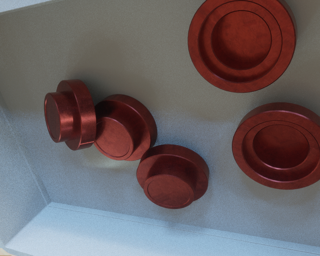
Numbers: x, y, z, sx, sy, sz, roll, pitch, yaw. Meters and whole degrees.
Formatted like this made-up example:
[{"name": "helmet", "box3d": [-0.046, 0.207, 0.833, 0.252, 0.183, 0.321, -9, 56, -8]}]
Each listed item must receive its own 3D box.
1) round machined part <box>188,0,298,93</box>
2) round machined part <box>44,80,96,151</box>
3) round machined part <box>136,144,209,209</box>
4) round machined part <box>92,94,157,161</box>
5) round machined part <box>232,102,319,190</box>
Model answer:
[{"name": "round machined part", "box3d": [0.080, -0.087, 0.301, 0.098, 0.042, 0.097, 13, 124, 20]}, {"name": "round machined part", "box3d": [-0.127, -0.016, 0.424, 0.098, 0.042, 0.097, 21, 116, 51]}, {"name": "round machined part", "box3d": [0.015, 0.072, 0.418, 0.098, 0.042, 0.097, 7, 129, 9]}, {"name": "round machined part", "box3d": [-0.057, 0.006, 0.430, 0.098, 0.042, 0.097, 13, 124, 20]}, {"name": "round machined part", "box3d": [0.132, 0.016, 0.337, 0.098, 0.042, 0.097, 13, 124, 20]}]
